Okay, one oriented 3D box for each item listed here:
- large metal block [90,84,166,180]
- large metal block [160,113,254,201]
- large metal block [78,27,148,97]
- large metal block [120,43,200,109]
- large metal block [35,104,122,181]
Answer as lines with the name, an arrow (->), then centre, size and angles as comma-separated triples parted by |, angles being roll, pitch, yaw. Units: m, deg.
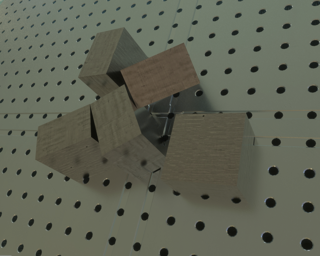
large metal block -> -0.036, 0.007, 0.386 | 0.050, 0.080, 0.080 | -29, 52, 10
large metal block -> 0.055, 0.031, 0.344 | 0.080, 0.050, 0.080 | 0, 62, 28
large metal block -> -0.062, -0.086, 0.454 | 0.050, 0.080, 0.080 | -1, 61, 31
large metal block -> 0.003, -0.068, 0.400 | 0.080, 0.050, 0.080 | -22, 9, 8
large metal block -> -0.103, 0.023, 0.411 | 0.080, 0.080, 0.050 | -22, 54, 15
